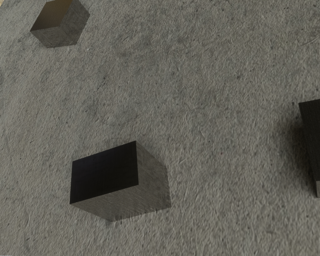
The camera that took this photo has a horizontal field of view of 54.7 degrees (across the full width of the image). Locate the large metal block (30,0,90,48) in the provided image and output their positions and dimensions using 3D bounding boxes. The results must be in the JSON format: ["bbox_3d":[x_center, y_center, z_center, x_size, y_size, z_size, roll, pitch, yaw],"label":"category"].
[{"bbox_3d":[-0.200,-0.211,0.622,0.080,0.050,0.080,2,63,29],"label":"large metal block"}]

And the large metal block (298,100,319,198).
[{"bbox_3d":[0.180,0.015,0.284,0.080,0.050,0.080,-11,57,22],"label":"large metal block"}]

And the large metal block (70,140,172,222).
[{"bbox_3d":[-0.042,0.064,0.351,0.080,0.080,0.050,-19,55,17],"label":"large metal block"}]
